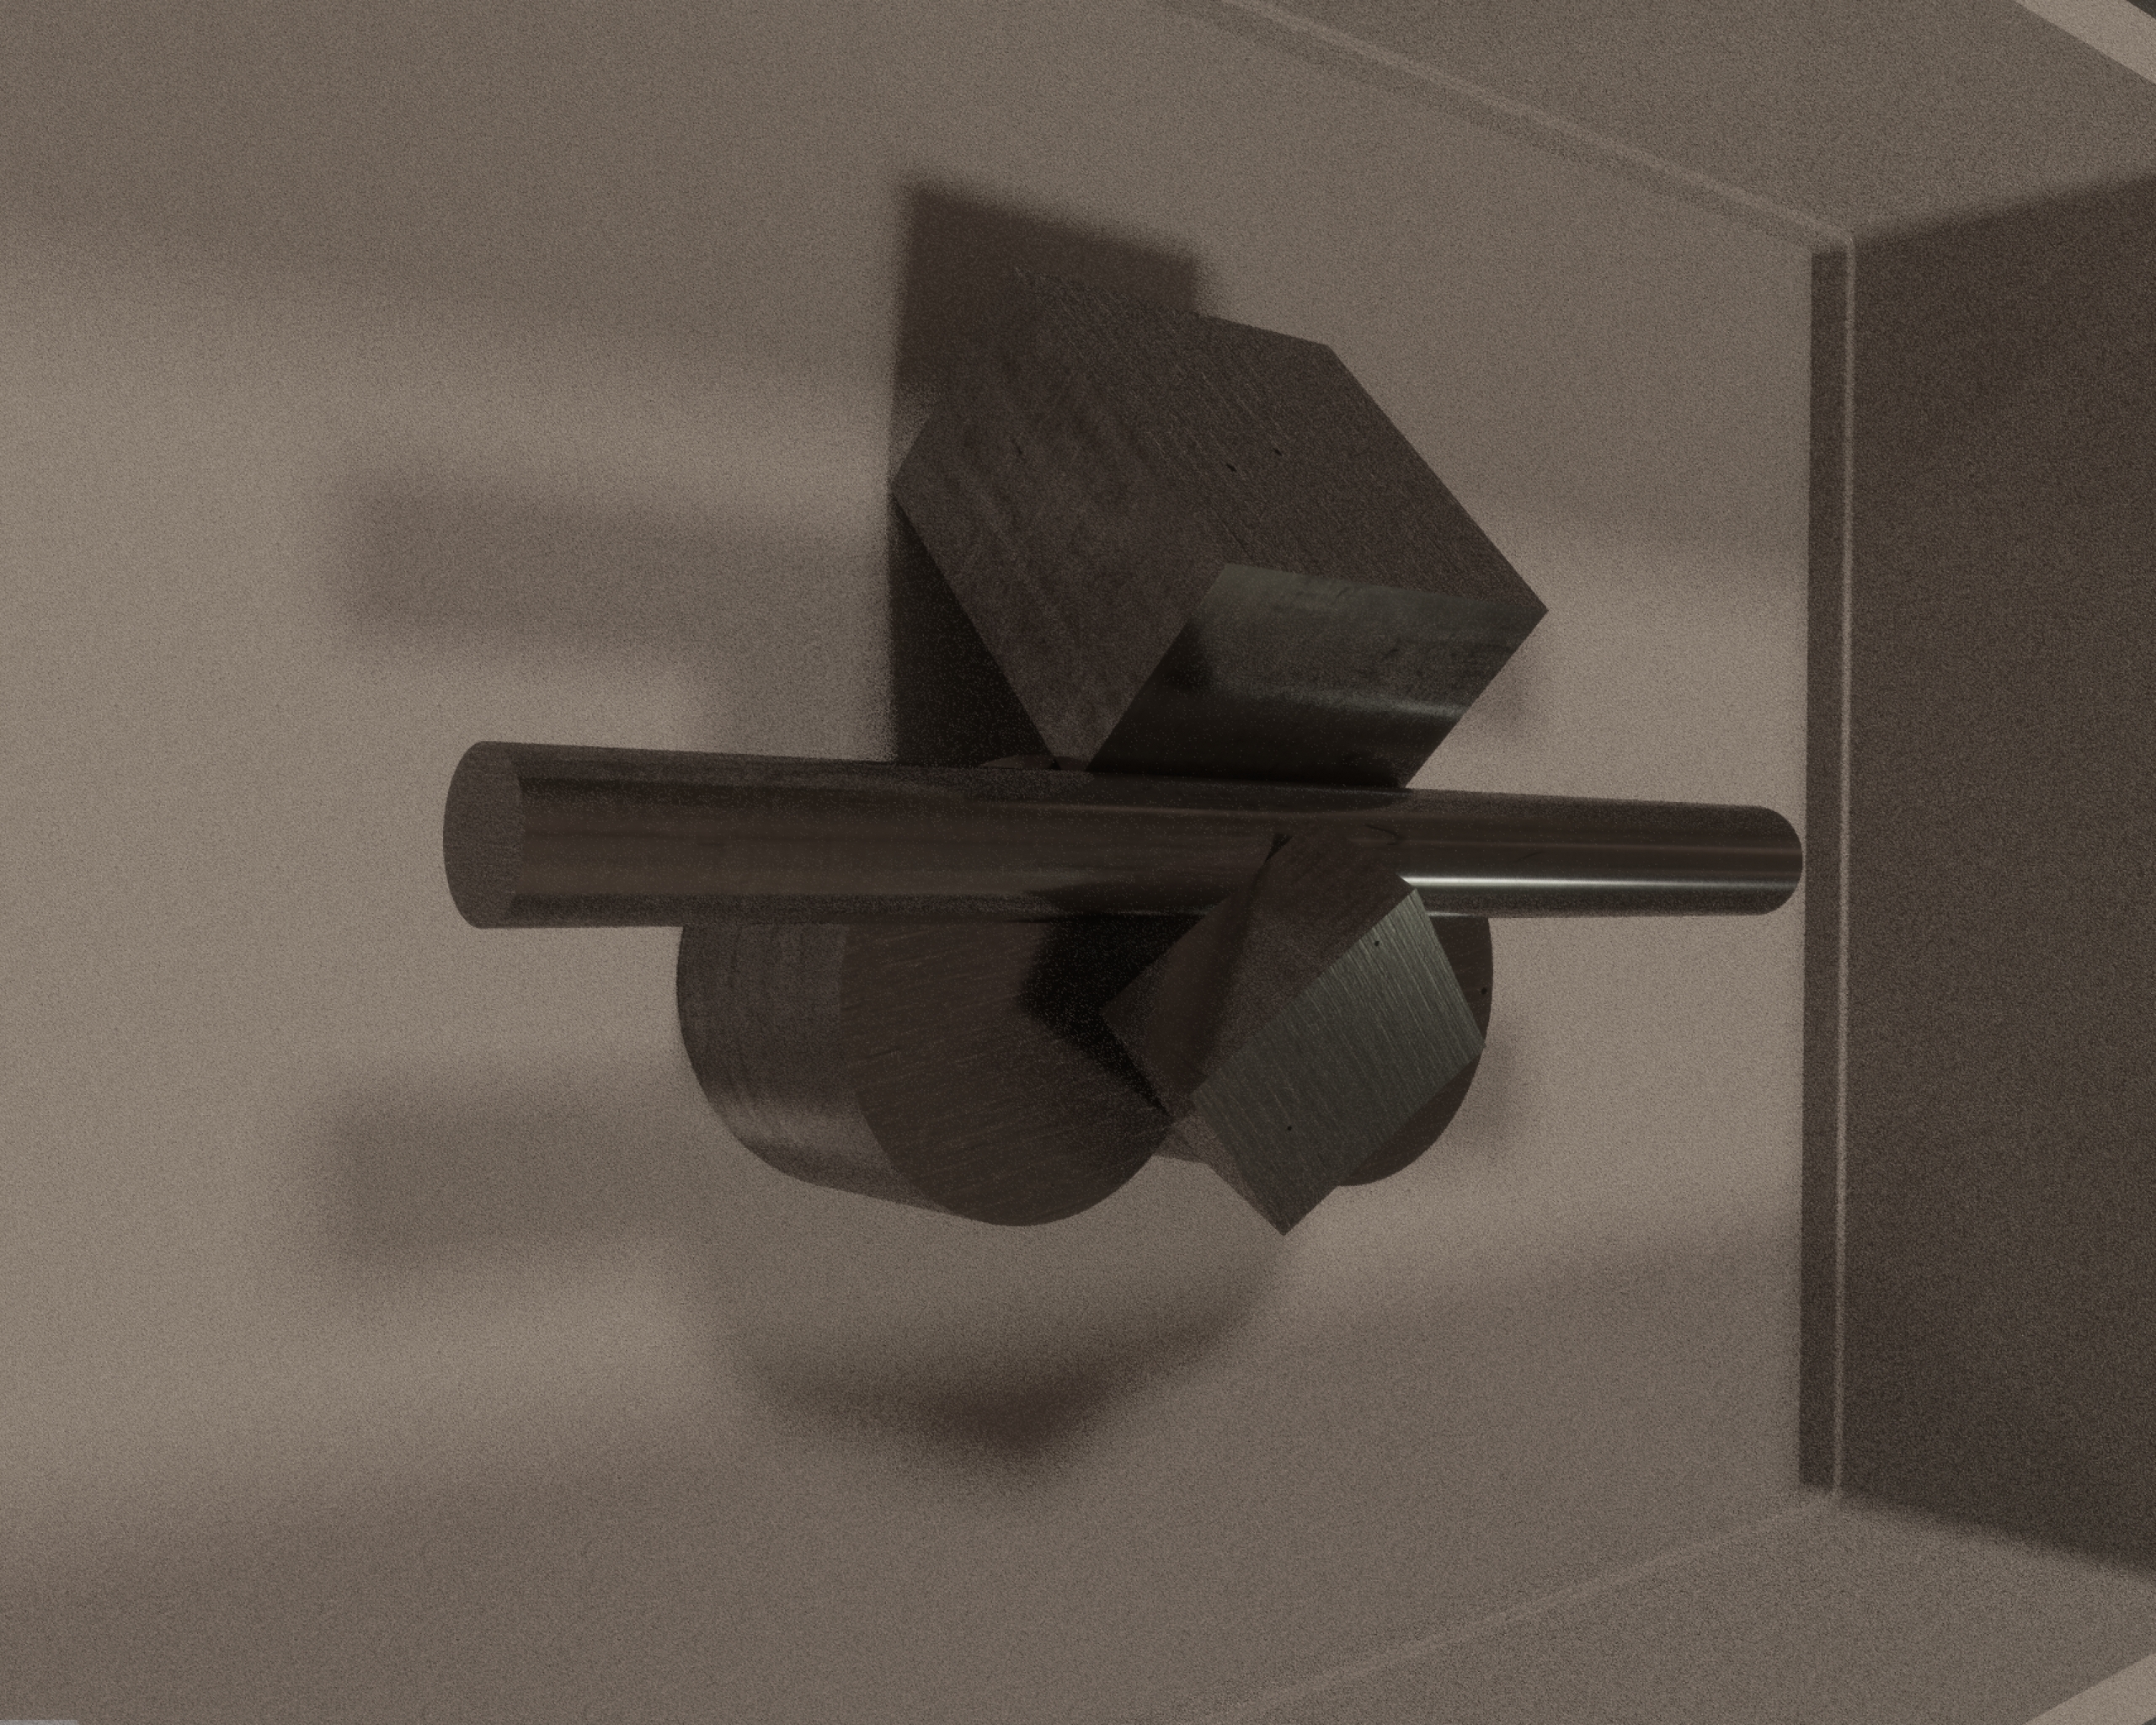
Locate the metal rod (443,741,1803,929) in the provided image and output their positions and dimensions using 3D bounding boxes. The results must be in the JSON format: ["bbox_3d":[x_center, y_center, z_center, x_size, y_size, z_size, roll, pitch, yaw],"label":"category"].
[{"bbox_3d":[0.037,-0.002,0.373,0.302,0.025,0.025,1,90,-40],"label":"metal rod"}]

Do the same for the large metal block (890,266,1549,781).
[{"bbox_3d":[0.025,-0.058,0.384,0.081,0.050,0.080,1,46,-40],"label":"large metal block"}]

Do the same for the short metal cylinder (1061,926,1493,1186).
[{"bbox_3d":[0.039,0.023,0.424,0.081,0.050,0.079,0,90,-40],"label":"short metal cylinder"}]

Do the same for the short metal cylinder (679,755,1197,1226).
[{"bbox_3d":[-0.023,0.021,0.372,0.081,0.050,0.079,0,90,-40],"label":"short metal cylinder"}]

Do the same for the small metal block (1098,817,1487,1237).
[{"bbox_3d":[0.038,0.029,0.360,0.050,0.025,0.050,-42,137,-9],"label":"small metal block"}]
